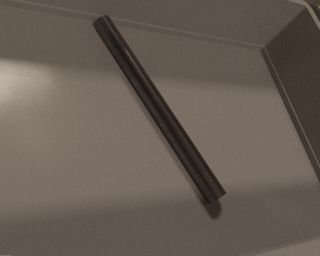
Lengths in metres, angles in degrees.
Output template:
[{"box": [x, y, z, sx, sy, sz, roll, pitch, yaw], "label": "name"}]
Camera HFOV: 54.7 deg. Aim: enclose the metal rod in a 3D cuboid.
[{"box": [-0.006, -0.034, 0.424, 0.025, 0.025, 0.299, -24, 75, -37], "label": "metal rod"}]
